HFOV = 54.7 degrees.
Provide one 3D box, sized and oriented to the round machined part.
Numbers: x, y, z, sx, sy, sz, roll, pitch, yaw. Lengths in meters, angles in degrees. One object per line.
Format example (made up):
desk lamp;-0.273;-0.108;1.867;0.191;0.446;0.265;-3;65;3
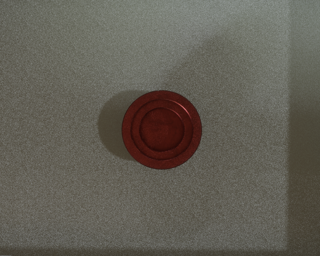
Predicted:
round machined part;0.002;0.002;0.399;0.099;0.042;0.097;0;90;-1
